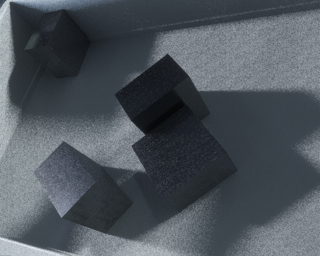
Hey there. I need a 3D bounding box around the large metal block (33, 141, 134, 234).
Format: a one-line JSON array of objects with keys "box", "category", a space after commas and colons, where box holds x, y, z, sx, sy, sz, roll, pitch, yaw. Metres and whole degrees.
[{"box": [-0.091, 0.072, 0.372, 0.050, 0.080, 0.080, -47, 52, -5], "category": "large metal block"}]

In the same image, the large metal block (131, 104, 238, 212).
[{"box": [0.027, 0.034, 0.354, 0.080, 0.050, 0.080, -37, 51, 3], "category": "large metal block"}]

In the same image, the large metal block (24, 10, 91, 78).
[{"box": [-0.178, -0.146, 0.551, 0.050, 0.080, 0.080, -1, 61, 27], "category": "large metal block"}]

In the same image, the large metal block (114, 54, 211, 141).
[{"box": [0.005, -0.030, 0.385, 0.080, 0.080, 0.050, -37, 51, 3], "category": "large metal block"}]
